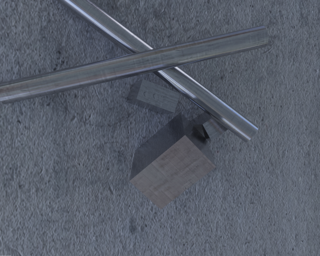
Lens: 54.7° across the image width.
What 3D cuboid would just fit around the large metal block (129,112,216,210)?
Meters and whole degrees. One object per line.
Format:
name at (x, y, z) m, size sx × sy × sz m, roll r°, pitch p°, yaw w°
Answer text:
large metal block at (0.013, 0.036, 0.371) m, size 0.080 × 0.080 × 0.050 m, roll -41°, pitch 105°, yaw 13°

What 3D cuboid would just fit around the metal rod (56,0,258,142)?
metal rod at (-0.006, -0.081, 0.376) m, size 0.301 × 0.025 × 0.025 m, roll 36°, pitch 78°, yaw -5°

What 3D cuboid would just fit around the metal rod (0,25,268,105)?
metal rod at (-0.029, -0.072, 0.350) m, size 0.302 × 0.025 × 0.025 m, roll -13°, pitch 95°, yaw -2°

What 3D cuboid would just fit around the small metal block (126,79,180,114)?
small metal block at (-0.010, -0.038, 0.393) m, size 0.050 × 0.050 × 0.025 m, roll 19°, pitch 84°, yaw -19°

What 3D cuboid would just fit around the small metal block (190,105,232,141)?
small metal block at (0.071, -0.007, 0.423) m, size 0.050 × 0.050 × 0.025 m, roll -33°, pitch 102°, yaw -18°
